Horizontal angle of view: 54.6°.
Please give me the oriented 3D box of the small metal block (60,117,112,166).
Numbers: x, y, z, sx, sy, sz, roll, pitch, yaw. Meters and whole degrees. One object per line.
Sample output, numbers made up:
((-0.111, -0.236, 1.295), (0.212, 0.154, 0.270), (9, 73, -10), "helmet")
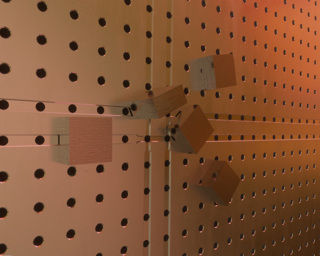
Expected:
((-0.081, 0.013, 0.341), (0.050, 0.025, 0.050), (0, 90, -40), "small metal block")

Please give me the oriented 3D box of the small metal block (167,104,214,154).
((0.045, 0.002, 0.446), (0.050, 0.025, 0.050), (-50, 119, -28), "small metal block")

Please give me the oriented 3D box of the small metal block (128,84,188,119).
((-0.003, -0.033, 0.389), (0.050, 0.050, 0.025), (-30, 109, -36), "small metal block")

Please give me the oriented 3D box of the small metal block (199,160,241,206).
((0.095, 0.086, 0.488), (0.050, 0.025, 0.050), (50, 61, -29), "small metal block")

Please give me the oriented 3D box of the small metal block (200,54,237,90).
((0.092, -0.088, 0.484), (0.050, 0.025, 0.050), (-14, 99, -39), "small metal block")
